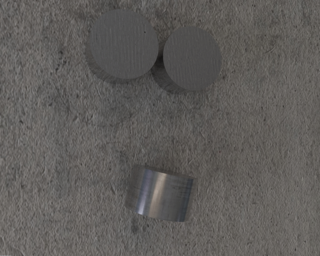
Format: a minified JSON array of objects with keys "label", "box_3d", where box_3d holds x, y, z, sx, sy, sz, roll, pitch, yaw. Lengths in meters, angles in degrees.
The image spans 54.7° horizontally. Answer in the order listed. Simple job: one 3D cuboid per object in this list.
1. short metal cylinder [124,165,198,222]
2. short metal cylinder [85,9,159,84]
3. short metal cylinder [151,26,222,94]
[{"label":"short metal cylinder","box_3d":[0.001,0.078,0.380,0.081,0.080,0.050,15,85,-20]},{"label":"short metal cylinder","box_3d":[-0.048,-0.096,0.378,0.081,0.050,0.080,0,90,-20]},{"label":"short metal cylinder","box_3d":[0.033,-0.086,0.408,0.081,0.050,0.080,0,90,-20]}]
